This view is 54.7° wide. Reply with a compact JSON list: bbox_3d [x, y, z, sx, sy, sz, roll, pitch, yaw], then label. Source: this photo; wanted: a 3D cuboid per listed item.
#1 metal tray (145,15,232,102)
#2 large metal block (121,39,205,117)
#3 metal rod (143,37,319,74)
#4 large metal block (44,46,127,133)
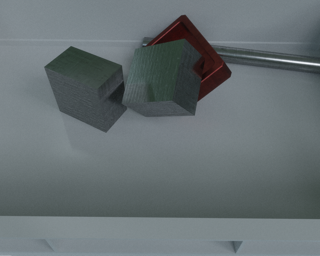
[{"bbox_3d":[0.033,-0.097,0.453,0.090,0.030,0.130,-37,52,14],"label":"metal tray"},{"bbox_3d":[0.005,-0.061,0.401,0.080,0.050,0.080,0,72,38],"label":"large metal block"},{"bbox_3d":[0.122,-0.119,0.506,0.302,0.025,0.025,8,51,6],"label":"metal rod"},{"bbox_3d":[-0.094,-0.051,0.411,0.080,0.080,0.050,24,54,18],"label":"large metal block"}]
